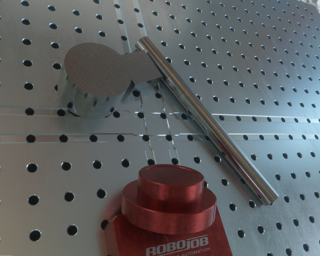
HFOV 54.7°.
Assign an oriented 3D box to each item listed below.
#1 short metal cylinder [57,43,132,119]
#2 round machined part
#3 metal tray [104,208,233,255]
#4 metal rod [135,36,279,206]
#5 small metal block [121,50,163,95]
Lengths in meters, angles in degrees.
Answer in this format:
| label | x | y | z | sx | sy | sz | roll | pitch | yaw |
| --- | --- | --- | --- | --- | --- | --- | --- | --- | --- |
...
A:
| label | x | y | z | sx | sy | sz | roll | pitch | yaw |
| --- | --- | --- | --- | --- | --- | --- | --- | --- | --- |
| short metal cylinder | -0.082 | -0.058 | 0.384 | 0.081 | 0.050 | 0.080 | 14 | 56 | -21 |
| round machined part | 0.011 | 0.068 | 0.325 | 0.099 | 0.098 | 0.042 | -1 | 102 | -29 |
| metal tray | 0.014 | 0.133 | 0.333 | 0.131 | 0.030 | 0.090 | -1 | 62 | -29 |
| metal rod | 0.064 | -0.015 | 0.453 | 0.025 | 0.025 | 0.300 | -32 | 80 | -38 |
| small metal block | -0.033 | -0.080 | 0.441 | 0.050 | 0.025 | 0.050 | -24 | 75 | -37 |
